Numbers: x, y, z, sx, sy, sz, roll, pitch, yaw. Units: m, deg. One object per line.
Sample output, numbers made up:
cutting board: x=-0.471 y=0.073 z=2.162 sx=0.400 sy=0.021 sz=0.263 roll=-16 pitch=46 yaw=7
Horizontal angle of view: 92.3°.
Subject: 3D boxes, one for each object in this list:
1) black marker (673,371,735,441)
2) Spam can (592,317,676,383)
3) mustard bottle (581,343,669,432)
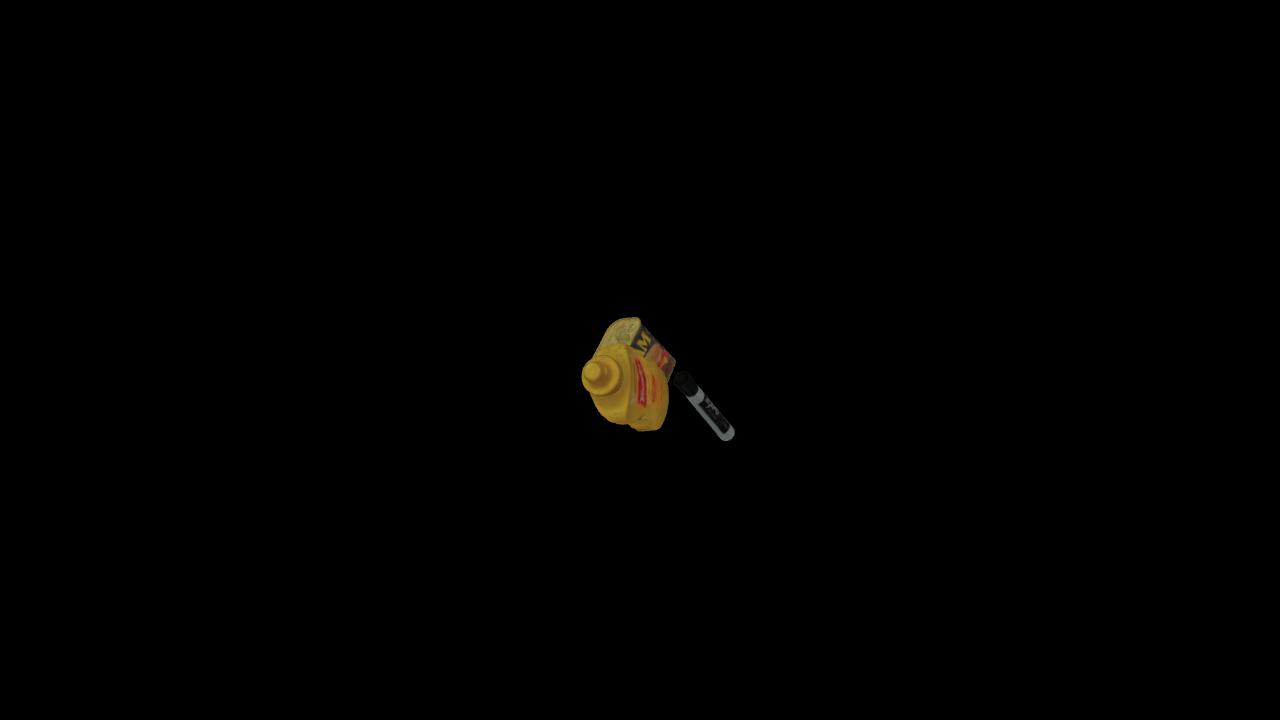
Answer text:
black marker: x=0.067 y=0.049 z=0.640 sx=0.020 sy=0.020 sz=0.121 roll=0 pitch=-34 yaw=36
Spam can: x=-0.011 y=0.012 z=0.765 sx=0.058 sy=0.101 sz=0.085 roll=1 pitch=-35 yaw=45
mustard bottle: x=-0.019 y=0.029 z=0.690 sx=0.054 sy=0.092 sz=0.184 roll=1 pitch=-11 yaw=20
